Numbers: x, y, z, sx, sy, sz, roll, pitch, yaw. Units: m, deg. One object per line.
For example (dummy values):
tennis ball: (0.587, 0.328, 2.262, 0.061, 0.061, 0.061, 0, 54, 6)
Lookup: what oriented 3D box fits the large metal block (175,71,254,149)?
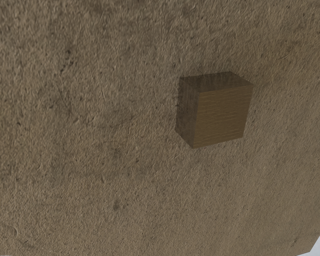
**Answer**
large metal block: (0.070, -0.026, 0.415, 0.081, 0.050, 0.079, -11, 123, -23)
